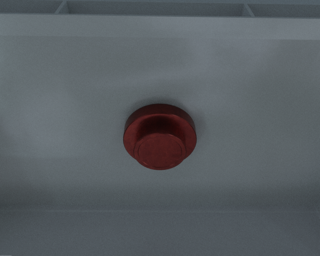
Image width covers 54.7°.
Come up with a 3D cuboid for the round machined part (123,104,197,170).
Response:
[{"bbox_3d":[0.000,0.019,0.414,0.099,0.042,0.097,0,130,0],"label":"round machined part"}]

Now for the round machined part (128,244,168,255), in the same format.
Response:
[{"bbox_3d":[-0.025,0.275,0.635,0.099,0.042,0.097,0,130,0],"label":"round machined part"}]
